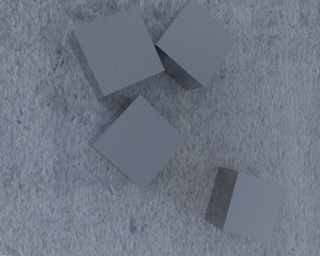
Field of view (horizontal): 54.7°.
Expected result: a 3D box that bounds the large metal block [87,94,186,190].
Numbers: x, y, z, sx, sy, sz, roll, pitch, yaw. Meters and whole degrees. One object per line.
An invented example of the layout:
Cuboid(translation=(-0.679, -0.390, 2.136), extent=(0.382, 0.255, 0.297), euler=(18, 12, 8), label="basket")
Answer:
Cuboid(translation=(-0.030, 0.017, 0.386), extent=(0.080, 0.050, 0.080), euler=(45, 76, -15), label="large metal block")

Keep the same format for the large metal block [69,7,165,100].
Cuboid(translation=(-0.053, -0.088, 0.377), extent=(0.081, 0.050, 0.080), euler=(-27, 99, -18), label="large metal block")

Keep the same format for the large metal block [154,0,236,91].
Cuboid(translation=(0.039, -0.108, 0.411), extent=(0.080, 0.050, 0.080), euler=(38, 78, -16), label="large metal block")

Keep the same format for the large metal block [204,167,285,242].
Cuboid(translation=(0.120, 0.107, 0.442), extent=(0.081, 0.050, 0.080), euler=(19, 84, -20), label="large metal block")
